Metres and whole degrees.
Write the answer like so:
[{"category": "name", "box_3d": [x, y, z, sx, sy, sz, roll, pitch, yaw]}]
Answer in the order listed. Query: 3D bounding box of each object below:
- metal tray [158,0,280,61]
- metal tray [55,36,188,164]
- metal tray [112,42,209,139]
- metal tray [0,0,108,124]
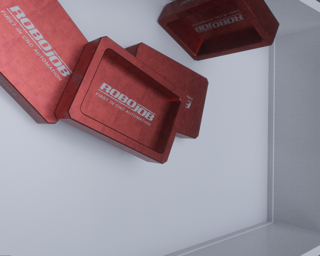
[{"category": "metal tray", "box_3d": [0.072, -0.135, 0.401, 0.090, 0.130, 0.030, 37, 68, -35]}, {"category": "metal tray", "box_3d": [-0.034, -0.025, 0.336, 0.131, 0.030, 0.090, 31, 71, -36]}, {"category": "metal tray", "box_3d": [0.005, -0.044, 0.409, 0.131, 0.030, 0.090, 19, 78, -39]}, {"category": "metal tray", "box_3d": [-0.123, -0.078, 0.301, 0.090, 0.030, 0.130, -51, 120, -28]}]
